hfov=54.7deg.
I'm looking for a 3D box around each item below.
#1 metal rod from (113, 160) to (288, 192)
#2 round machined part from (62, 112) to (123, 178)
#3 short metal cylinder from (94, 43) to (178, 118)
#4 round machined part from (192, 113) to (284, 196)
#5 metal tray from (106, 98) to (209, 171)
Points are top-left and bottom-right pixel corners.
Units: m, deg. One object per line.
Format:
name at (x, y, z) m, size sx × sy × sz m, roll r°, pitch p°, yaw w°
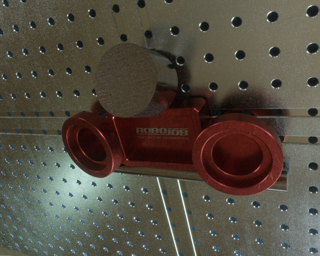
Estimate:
metal rod at (0.017, 0.059, 0.434) m, size 0.301 × 0.025 × 0.025 m, roll 2°, pitch 119°, yaw 27°
round machined part at (-0.092, 0.020, 0.450) m, size 0.098 × 0.042 × 0.097 m, roll 18°, pitch 126°, yaw 28°
short metal cylinder at (-0.027, -0.052, 0.353) m, size 0.080 × 0.050 × 0.079 m, roll 1°, pitch 93°, yaw 28°
round machined part at (0.089, 0.026, 0.358) m, size 0.098 × 0.042 × 0.097 m, roll 8°, pitch 119°, yaw 15°
metal tray at (0.001, 0.009, 0.407) m, size 0.130 × 0.030 × 0.089 m, roll 1°, pitch 120°, yaw 27°
